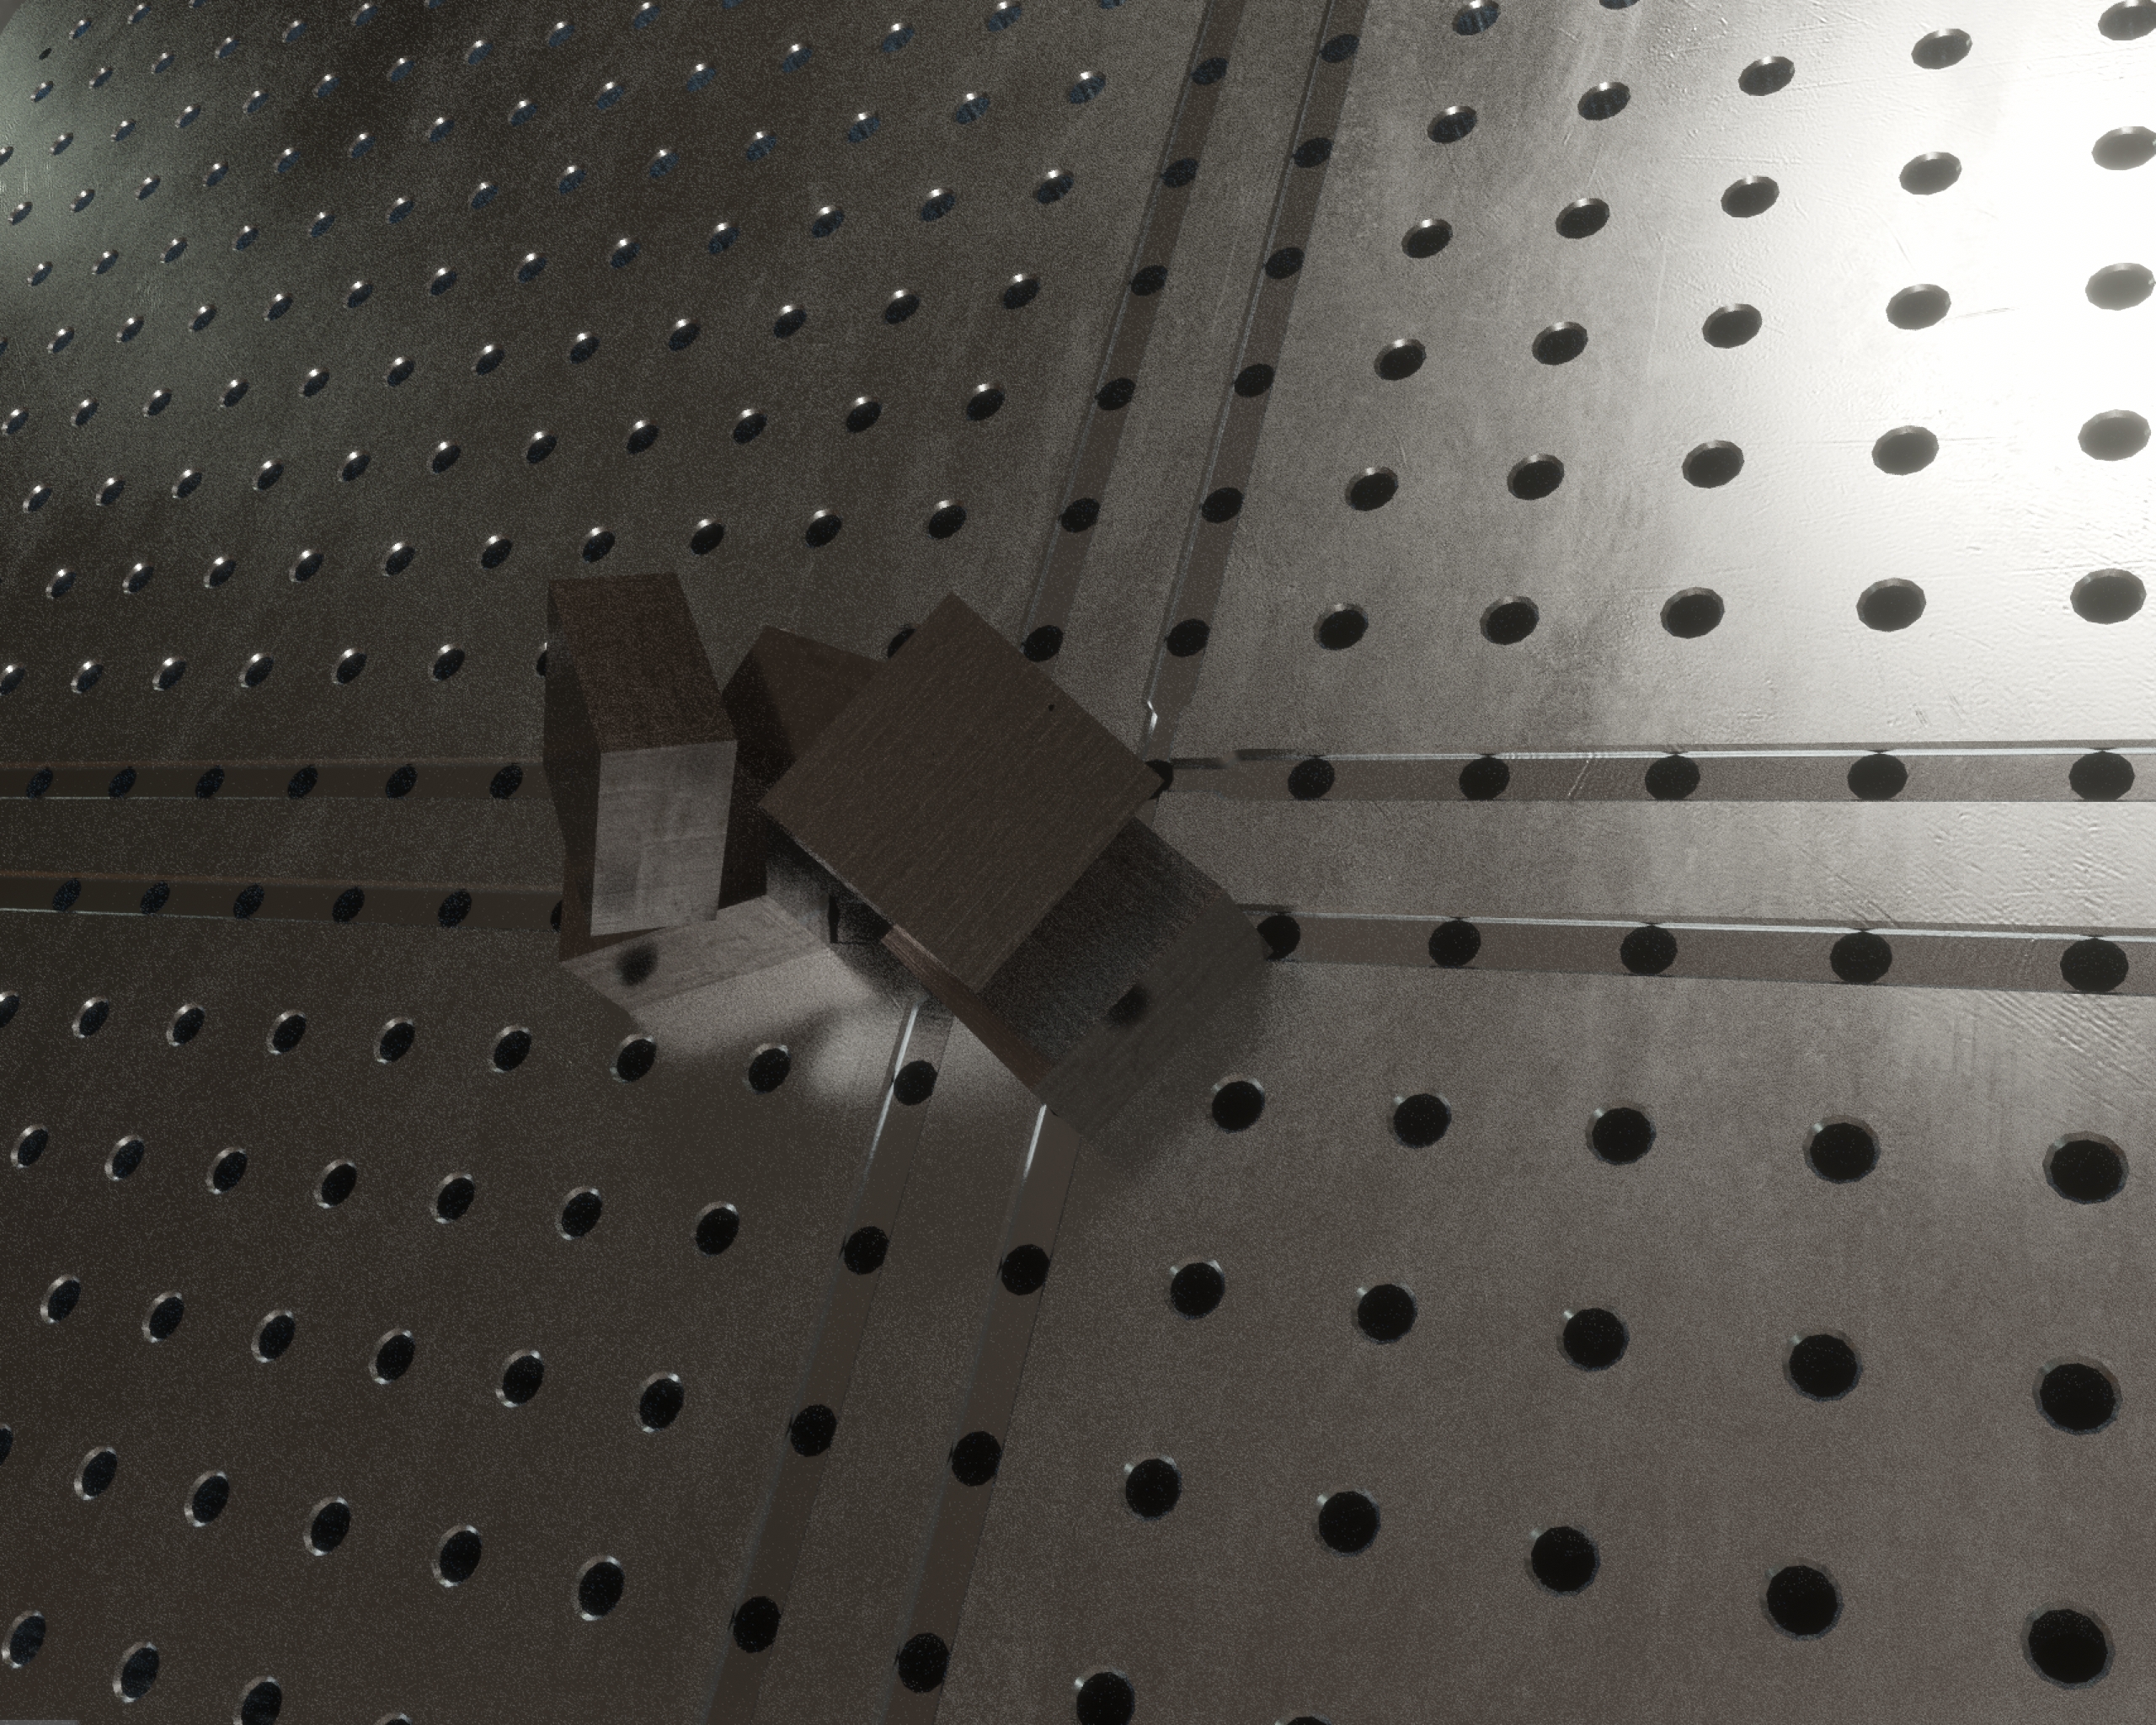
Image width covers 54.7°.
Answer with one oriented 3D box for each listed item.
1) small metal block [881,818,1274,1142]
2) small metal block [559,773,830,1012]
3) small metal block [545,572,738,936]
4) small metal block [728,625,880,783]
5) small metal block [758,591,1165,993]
[{"bbox_3d":[0.000,0.016,0.398,0.050,0.025,0.050,-46,51,-4],"label":"small metal block"},{"bbox_3d":[-0.082,-0.001,0.451,0.050,0.025,0.050,-18,55,17],"label":"small metal block"},{"bbox_3d":[-0.088,-0.022,0.414,0.025,0.050,0.050,-7,49,-22],"label":"small metal block"},{"bbox_3d":[-0.039,-0.019,0.423,0.050,0.050,0.025,20,73,35],"label":"small metal block"},{"bbox_3d":[-0.022,-0.012,0.376,0.050,0.025,0.050,42,83,-6],"label":"small metal block"}]
